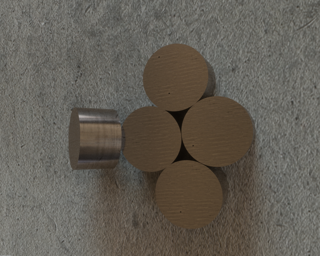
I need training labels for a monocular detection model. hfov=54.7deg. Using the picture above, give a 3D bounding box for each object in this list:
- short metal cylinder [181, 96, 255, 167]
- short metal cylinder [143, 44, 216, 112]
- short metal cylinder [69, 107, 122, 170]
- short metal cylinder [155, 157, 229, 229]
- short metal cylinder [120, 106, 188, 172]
[{"bbox_3d":[0.071,0.004,0.372,0.080,0.050,0.080,0,90,20],"label":"short metal cylinder"},{"bbox_3d":[0.026,-0.060,0.388,0.080,0.050,0.080,0,90,20],"label":"short metal cylinder"},{"bbox_3d":[-0.087,0.014,0.406,0.080,0.050,0.080,-6,83,64],"label":"short metal cylinder"},{"bbox_3d":[0.041,0.077,0.382,0.080,0.050,0.080,0,90,20],"label":"short metal cylinder"},{"bbox_3d":[-0.004,0.013,0.398,0.080,0.050,0.080,0,90,20],"label":"short metal cylinder"}]
